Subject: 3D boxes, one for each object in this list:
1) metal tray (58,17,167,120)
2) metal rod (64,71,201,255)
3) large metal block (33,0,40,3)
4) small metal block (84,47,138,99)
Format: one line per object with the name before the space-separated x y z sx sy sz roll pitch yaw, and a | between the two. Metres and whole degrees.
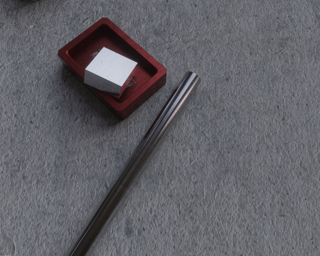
metal tray | -0.066 -0.086 0.435 0.090 0.030 0.130 -43 76 -14
metal rod | -0.031 0.049 0.389 0.025 0.025 0.300 30 72 10
large metal block | -0.186 -0.259 0.487 0.080 0.050 0.080 -30 73 -11
small metal block | -0.065 -0.073 0.409 0.050 0.025 0.050 26 53 0
